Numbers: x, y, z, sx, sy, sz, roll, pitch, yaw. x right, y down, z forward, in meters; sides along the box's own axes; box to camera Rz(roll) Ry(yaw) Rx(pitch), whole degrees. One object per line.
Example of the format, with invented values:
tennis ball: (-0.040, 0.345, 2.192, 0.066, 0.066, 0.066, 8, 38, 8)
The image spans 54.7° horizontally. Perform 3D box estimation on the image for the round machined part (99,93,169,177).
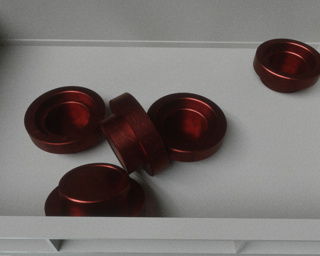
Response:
round machined part: (-0.034, 0.013, 0.347, 0.042, 0.098, 0.098, -29, 56, -13)

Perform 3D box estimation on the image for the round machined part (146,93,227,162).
round machined part: (0.031, 0.003, 0.390, 0.099, 0.042, 0.098, 1, 49, -1)

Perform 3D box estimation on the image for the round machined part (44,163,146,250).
round machined part: (-0.064, 0.070, 0.310, 0.099, 0.042, 0.098, 1, 24, 0)

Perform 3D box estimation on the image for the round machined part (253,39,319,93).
round machined part: (0.192, -0.091, 0.473, 0.099, 0.042, 0.098, 0, 50, 0)

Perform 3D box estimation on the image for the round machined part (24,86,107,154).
round machined part: (-0.117, -0.006, 0.397, 0.099, 0.042, 0.098, 0, 50, 0)
